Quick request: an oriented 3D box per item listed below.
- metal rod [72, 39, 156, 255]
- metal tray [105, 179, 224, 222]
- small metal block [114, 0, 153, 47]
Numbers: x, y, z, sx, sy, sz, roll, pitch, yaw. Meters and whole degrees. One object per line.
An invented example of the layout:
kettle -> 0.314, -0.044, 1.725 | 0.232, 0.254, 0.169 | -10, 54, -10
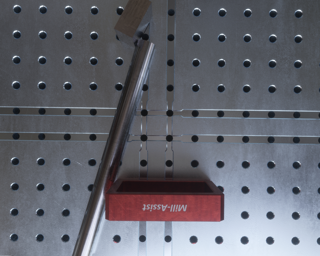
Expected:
metal rod -> -0.061, 0.030, 0.412 | 0.025, 0.025, 0.298 | 17, 90, 0
metal tray -> 0.005, 0.086, 0.380 | 0.131, 0.090, 0.030 | 1, 90, 0
small metal block -> -0.033, -0.137, 0.400 | 0.025, 0.050, 0.050 | 28, 90, 0
